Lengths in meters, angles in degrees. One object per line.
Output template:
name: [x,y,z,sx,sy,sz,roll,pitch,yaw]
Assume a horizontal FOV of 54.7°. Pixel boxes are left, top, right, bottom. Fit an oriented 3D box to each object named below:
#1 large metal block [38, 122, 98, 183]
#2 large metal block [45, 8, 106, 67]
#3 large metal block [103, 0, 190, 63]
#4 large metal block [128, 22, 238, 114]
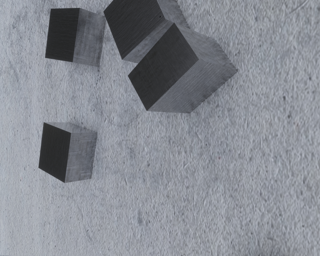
large metal block: [-0.154,0.038,0.517,0.080,0.050,0.079,16,100,39]
large metal block: [-0.138,-0.146,0.503,0.080,0.050,0.079,17,101,39]
large metal block: [-0.019,-0.141,0.405,0.080,0.050,0.080,-34,69,35]
large metal block: [0.026,-0.061,0.348,0.080,0.081,0.050,-42,65,32]
